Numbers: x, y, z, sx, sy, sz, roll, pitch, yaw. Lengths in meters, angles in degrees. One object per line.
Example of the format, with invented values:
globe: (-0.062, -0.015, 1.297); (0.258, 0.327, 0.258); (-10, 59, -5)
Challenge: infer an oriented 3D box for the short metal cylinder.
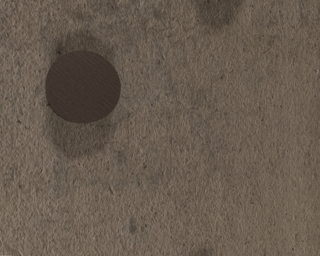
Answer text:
short metal cylinder: (-0.091, -0.045, 0.363); (0.081, 0.050, 0.079); (0, 90, -21)
